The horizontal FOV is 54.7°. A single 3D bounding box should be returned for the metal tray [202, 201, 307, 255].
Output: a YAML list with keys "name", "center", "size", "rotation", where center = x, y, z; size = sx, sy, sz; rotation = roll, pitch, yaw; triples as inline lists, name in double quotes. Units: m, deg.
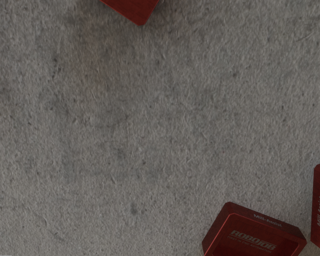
- name: "metal tray"
  center: [0.142, 0.176, 0.473]
  size: [0.131, 0.030, 0.089]
  rotation: [22, 108, -9]

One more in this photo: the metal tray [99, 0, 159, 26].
- name: "metal tray"
  center: [-0.023, -0.191, 0.336]
  size: [0.090, 0.030, 0.129]
  rotation: [31, 107, -11]

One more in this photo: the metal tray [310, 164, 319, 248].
- name: "metal tray"
  center: [0.260, 0.104, 0.433]
  size: [0.091, 0.030, 0.129]
  rotation: [-14, 111, -17]
